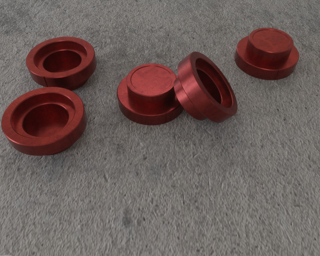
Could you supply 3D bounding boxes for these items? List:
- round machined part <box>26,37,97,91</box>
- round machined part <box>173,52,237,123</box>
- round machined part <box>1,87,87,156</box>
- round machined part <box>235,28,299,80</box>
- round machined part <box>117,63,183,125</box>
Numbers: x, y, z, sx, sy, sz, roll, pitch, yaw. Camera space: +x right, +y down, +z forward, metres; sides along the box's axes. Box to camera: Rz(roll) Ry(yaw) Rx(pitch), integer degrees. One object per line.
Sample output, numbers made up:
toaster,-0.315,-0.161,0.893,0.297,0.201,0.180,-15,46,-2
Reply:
round machined part,-0.145,-0.092,0.469,0.099,0.042,0.098,0,50,0
round machined part,0.056,-0.049,0.411,0.098,0.042,0.098,33,39,-31
round machined part,-0.143,-0.004,0.395,0.099,0.042,0.098,0,50,0
round machined part,0.173,-0.125,0.498,0.099,0.042,0.098,0,50,0
round machined part,-0.011,-0.054,0.437,0.099,0.042,0.098,0,50,0
